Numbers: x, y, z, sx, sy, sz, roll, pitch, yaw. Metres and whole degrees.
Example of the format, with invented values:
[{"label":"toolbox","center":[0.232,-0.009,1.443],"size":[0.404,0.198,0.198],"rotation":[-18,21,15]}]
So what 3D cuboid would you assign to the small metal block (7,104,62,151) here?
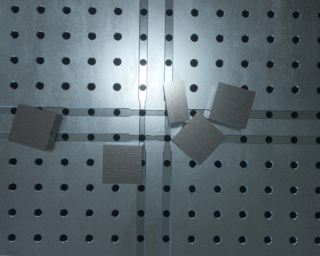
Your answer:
[{"label":"small metal block","center":[-0.165,-0.001,0.411],"size":[0.050,0.025,0.050],"rotation":[16,90,-1]}]

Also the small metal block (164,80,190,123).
[{"label":"small metal block","center":[0.020,-0.032,0.401],"size":[0.025,0.050,0.050],"rotation":[-8,90,0]}]

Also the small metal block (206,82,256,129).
[{"label":"small metal block","center":[0.094,-0.030,0.415],"size":[0.050,0.025,0.050],"rotation":[16,90,-1]}]

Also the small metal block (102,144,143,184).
[{"label":"small metal block","center":[-0.049,0.047,0.413],"size":[0.050,0.025,0.050],"rotation":[1,90,-1]}]

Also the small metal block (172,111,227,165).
[{"label":"small metal block","center":[0.051,0.013,0.414],"size":[0.050,0.025,0.050],"rotation":[43,90,-1]}]
